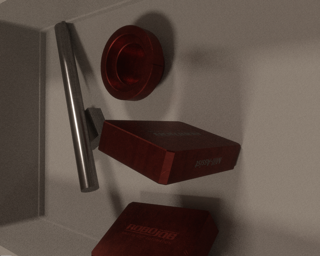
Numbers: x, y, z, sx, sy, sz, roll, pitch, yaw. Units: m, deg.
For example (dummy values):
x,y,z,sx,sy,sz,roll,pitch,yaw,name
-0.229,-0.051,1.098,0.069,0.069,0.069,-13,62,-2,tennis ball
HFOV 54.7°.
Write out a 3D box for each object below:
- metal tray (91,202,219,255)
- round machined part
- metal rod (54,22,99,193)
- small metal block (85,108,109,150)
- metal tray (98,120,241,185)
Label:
x,y,z,sx,sy,sz,roll,pitch,yaw,name
-0.007,0.135,0.368,0.130,0.090,0.030,-5,121,39,metal tray
-0.032,-0.085,0.420,0.098,0.042,0.097,0,90,39,round machined part
-0.135,-0.046,0.487,0.025,0.025,0.299,-34,61,34,metal rod
-0.110,0.002,0.495,0.050,0.025,0.050,-38,67,33,small metal block
0.014,0.019,0.325,0.090,0.131,0.030,23,104,37,metal tray
